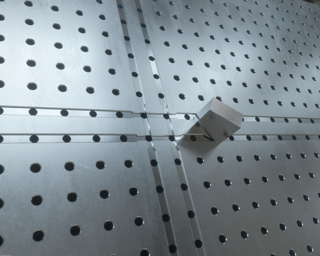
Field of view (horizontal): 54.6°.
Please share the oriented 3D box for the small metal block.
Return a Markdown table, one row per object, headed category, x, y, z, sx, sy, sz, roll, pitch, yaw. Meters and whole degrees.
| category | x | y | z | sx | sy | sz | roll | pitch | yaw |
| --- | --- | --- | --- | --- | --- | --- | --- | --- | --- |
| small metal block | 0.081 | -0.010 | 0.441 | 0.050 | 0.050 | 0.025 | 29 | 52 | -10 |
